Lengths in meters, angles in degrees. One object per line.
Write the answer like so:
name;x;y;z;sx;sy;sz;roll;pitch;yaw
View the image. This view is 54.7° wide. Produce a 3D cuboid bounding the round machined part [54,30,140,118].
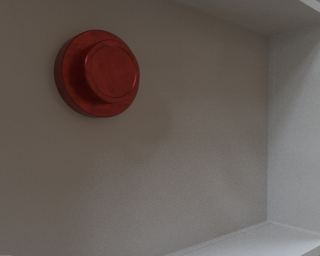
round machined part;-0.062;-0.060;0.345;0.099;0.042;0.097;0;90;-40
